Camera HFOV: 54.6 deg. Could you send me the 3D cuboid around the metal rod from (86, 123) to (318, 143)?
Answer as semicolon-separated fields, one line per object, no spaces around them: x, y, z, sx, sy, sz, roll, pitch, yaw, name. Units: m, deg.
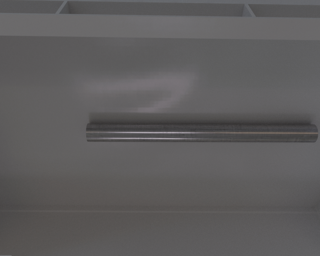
0.055;0.007;0.414;0.302;0.025;0.025;0;130;-1;metal rod
